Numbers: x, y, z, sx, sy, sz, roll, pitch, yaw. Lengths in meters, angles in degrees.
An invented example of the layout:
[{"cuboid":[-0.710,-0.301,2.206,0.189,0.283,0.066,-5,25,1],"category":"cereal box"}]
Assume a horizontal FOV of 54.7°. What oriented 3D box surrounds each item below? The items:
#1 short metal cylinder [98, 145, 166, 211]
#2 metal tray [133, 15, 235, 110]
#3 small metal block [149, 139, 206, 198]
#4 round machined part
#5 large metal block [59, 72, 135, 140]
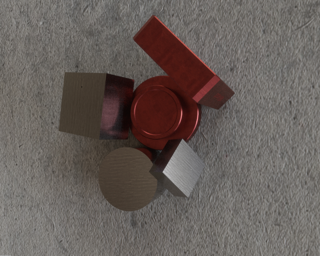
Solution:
[{"cuboid":[-0.033,0.063,0.408,0.080,0.050,0.079,0,90,19],"category":"short metal cylinder"},{"cuboid":[0.033,-0.065,0.341,0.030,0.130,0.090,-46,76,14],"category":"metal tray"},{"cuboid":[0.022,0.049,0.377,0.025,0.050,0.050,-8,131,50],"category":"small metal block"},{"cuboid":[0.001,-0.020,0.401,0.098,0.042,0.097,0,90,19],"category":"round machined part"},{"cuboid":[-0.085,-0.030,0.412,0.080,0.050,0.079,9,93,36],"category":"large metal block"}]
